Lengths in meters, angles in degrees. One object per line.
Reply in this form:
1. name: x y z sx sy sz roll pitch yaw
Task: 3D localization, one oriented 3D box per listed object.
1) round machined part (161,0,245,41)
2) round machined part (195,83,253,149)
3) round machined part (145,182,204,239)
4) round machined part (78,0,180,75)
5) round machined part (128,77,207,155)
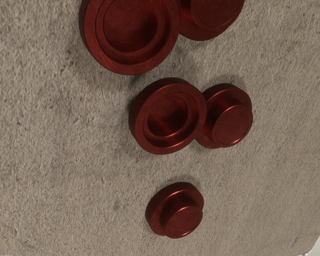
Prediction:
1. round machined part: 0.053 -0.143 0.338 0.099 0.042 0.097 -14 125 -21
2. round machined part: 0.092 -0.011 0.442 0.099 0.042 0.097 -14 125 -21
3. round machined part: 0.030 0.139 0.500 0.099 0.042 0.097 -14 125 -21
4. round machined part: -0.033 -0.107 0.313 0.099 0.042 0.097 -14 124 -21
5. round machined part: 0.006 -0.018 0.390 0.099 0.042 0.097 -14 125 -21
